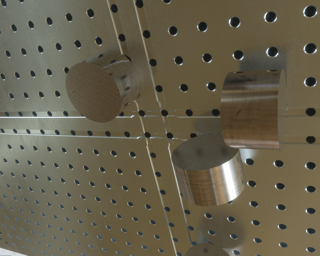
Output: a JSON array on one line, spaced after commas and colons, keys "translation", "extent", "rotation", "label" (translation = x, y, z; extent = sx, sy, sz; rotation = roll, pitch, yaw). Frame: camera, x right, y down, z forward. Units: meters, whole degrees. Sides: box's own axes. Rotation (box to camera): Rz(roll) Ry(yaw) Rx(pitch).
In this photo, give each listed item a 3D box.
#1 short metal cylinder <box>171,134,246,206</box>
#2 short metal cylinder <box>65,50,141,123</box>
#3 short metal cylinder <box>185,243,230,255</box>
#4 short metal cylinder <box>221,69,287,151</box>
[{"translation": [0.059, 0.048, 0.374], "extent": [0.080, 0.080, 0.050], "rotation": [-2, 117, 29], "label": "short metal cylinder"}, {"translation": [-0.072, -0.054, 0.398], "extent": [0.080, 0.050, 0.079], "rotation": [13, 124, 20], "label": "short metal cylinder"}, {"translation": [0.072, 0.228, 0.478], "extent": [0.080, 0.080, 0.050], "rotation": [20, 126, 16], "label": "short metal cylinder"}, {"translation": [0.097, -0.018, 0.313], "extent": [0.050, 0.080, 0.079], "rotation": [1, 119, 27], "label": "short metal cylinder"}]
